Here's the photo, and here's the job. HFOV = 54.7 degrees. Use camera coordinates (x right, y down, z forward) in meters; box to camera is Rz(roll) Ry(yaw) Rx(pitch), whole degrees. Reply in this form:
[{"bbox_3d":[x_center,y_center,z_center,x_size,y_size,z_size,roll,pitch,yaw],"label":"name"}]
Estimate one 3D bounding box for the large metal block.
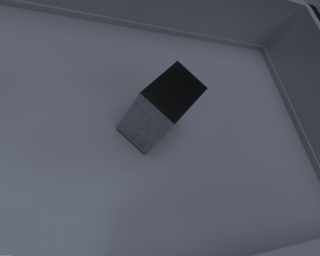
[{"bbox_3d":[0.002,-0.024,0.384,0.050,0.080,0.080,43,51,1],"label":"large metal block"}]
